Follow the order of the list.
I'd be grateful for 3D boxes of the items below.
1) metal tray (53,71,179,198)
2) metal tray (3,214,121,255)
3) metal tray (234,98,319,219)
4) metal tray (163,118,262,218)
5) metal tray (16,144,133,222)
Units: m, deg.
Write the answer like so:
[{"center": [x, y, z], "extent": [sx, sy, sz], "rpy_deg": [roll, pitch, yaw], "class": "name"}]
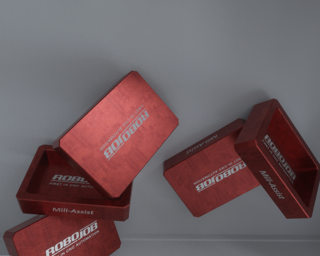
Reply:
[{"center": [-0.047, 0.006, 0.368], "extent": [0.090, 0.030, 0.130], "rpy_deg": [48, 61, -15], "class": "metal tray"}, {"center": [-0.120, 0.146, 0.402], "extent": [0.030, 0.131, 0.090], "rpy_deg": [-14, 95, 43], "class": "metal tray"}, {"center": [0.154, 0.039, 0.392], "extent": [0.030, 0.090, 0.130], "rpy_deg": [-21, 114, 47], "class": "metal tray"}, {"center": [0.081, 0.057, 0.430], "extent": [0.130, 0.030, 0.090], "rpy_deg": [-31, 107, 10], "class": "metal tray"}, {"center": [-0.101, 0.068, 0.398], "extent": [0.131, 0.090, 0.030], "rpy_deg": [5, 131, -2], "class": "metal tray"}]
